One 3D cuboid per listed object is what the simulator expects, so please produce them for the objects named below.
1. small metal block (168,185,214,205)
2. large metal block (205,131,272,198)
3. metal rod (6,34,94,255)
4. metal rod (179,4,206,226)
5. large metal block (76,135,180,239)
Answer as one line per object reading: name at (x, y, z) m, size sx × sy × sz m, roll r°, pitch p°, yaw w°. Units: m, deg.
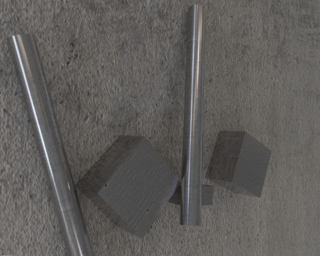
small metal block at (0.036, 0.088, 0.419) m, size 0.050 × 0.050 × 0.025 m, roll 8°, pitch 85°, yaw -40°
large metal block at (0.127, 0.058, 0.495) m, size 0.080 × 0.050 × 0.080 m, roll 31°, pitch 71°, yaw -36°
metal rod at (-0.102, 0.057, 0.319) m, size 0.025 × 0.025 × 0.298 m, roll -20°, pitch 103°, yaw -38°
metal rod at (0.044, -0.029, 0.404) m, size 0.025 × 0.025 × 0.299 m, roll 19°, pitch 67°, yaw -39°
large metal block at (-0.034, 0.065, 0.360) m, size 0.080 × 0.050 × 0.080 m, roll -51°, pitch 120°, yaw -28°
